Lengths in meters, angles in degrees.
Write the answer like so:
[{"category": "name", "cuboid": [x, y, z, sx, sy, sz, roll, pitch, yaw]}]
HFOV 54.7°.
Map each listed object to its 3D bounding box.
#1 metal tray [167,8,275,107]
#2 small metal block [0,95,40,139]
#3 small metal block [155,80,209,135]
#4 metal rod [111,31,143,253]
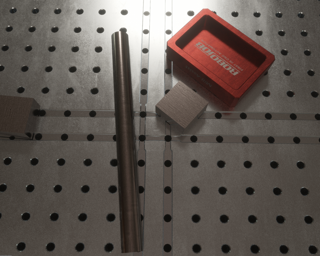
[{"category": "metal tray", "cuboid": [0.085, -0.104, 0.447, 0.130, 0.030, 0.090, 41, 75, 13]}, {"category": "small metal block", "cuboid": [-0.195, -0.015, 0.415, 0.050, 0.025, 0.050, 5, 70, 1]}, {"category": "small metal block", "cuboid": [0.029, -0.028, 0.422, 0.050, 0.025, 0.050, 39, 74, 13]}, {"category": "metal rod", "cuboid": [-0.046, 0.004, 0.409, 0.025, 0.025, 0.299, -5, 70, -2]}]
